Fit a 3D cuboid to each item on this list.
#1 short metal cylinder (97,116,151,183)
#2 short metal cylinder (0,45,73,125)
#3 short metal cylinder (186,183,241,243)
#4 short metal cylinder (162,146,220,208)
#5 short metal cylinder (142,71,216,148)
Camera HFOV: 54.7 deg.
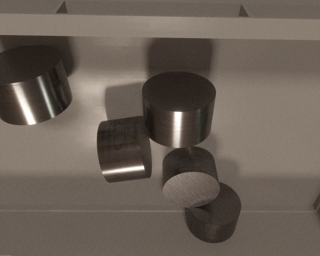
[{"bbox_3d":[-0.043,0.027,0.395,0.050,0.080,0.080,-8,130,6],"label":"short metal cylinder"},{"bbox_3d":[-0.140,-0.047,0.330,0.081,0.080,0.050,-2,130,1],"label":"short metal cylinder"},{"bbox_3d":[0.082,0.131,0.486,0.081,0.080,0.050,0,131,-1],"label":"short metal cylinder"},{"bbox_3d":[0.044,0.072,0.455,0.081,0.050,0.079,0,130,0],"label":"short metal cylinder"},{"bbox_3d":[0.021,-0.023,0.354,0.081,0.080,0.050,0,130,-1],"label":"short metal cylinder"}]
